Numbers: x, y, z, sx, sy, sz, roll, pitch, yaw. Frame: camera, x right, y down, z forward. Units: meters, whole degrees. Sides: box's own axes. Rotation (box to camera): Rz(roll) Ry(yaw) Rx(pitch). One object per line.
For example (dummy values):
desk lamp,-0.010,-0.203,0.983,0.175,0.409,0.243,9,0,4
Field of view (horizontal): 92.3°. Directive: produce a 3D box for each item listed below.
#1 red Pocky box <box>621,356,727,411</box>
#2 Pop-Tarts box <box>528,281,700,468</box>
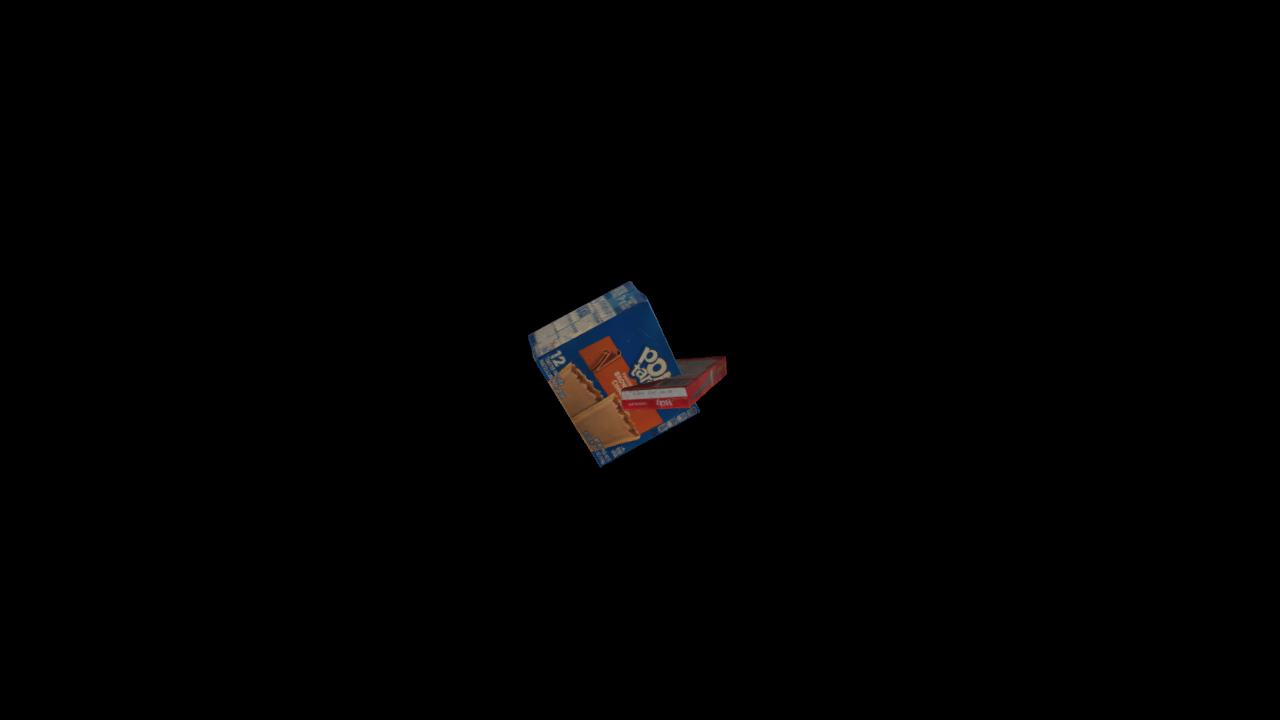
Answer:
red Pocky box,0.046,0.026,0.740,0.083,0.028,0.155,-5,11,25
Pop-Tarts box,-0.029,0.017,0.731,0.141,0.167,0.083,-28,29,-3
